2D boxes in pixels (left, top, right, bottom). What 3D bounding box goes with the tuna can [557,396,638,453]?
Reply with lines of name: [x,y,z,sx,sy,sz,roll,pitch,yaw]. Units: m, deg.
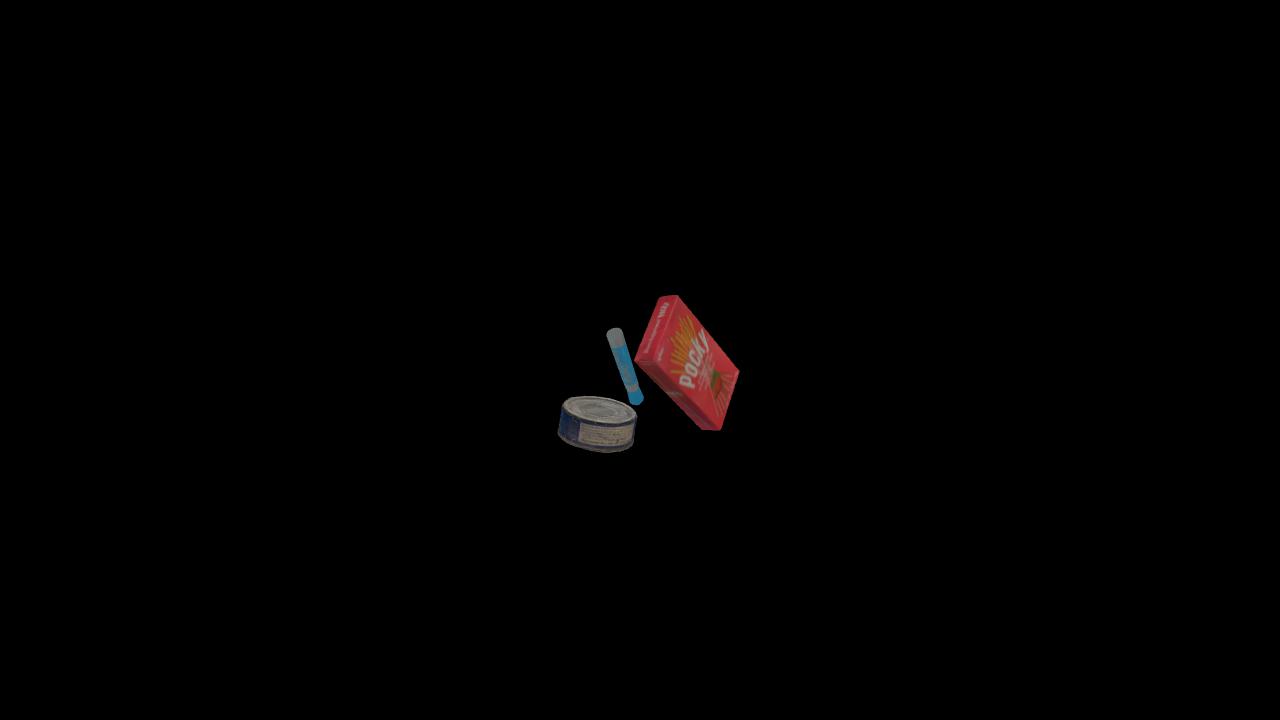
tuna can: [-0.046,0.067,0.667,0.084,0.034,0.084,9,14,-2]

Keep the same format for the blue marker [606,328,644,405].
blue marker: [-0.016,0.012,0.726,0.020,0.020,0.121,0,-44,17]

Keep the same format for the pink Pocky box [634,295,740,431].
pink Pocky box: [0.057,0.007,0.681,0.029,0.084,0.155,-1,-34,39]
